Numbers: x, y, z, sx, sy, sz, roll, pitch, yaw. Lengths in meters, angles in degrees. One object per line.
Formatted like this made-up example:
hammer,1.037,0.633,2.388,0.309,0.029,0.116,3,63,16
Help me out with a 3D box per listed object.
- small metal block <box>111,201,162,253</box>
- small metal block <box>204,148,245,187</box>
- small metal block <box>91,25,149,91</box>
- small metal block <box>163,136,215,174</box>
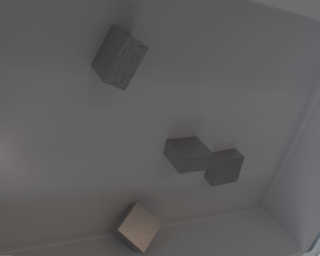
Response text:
small metal block,-0.034,0.145,0.451,0.050,0.025,0.050,44,54,-9
small metal block,0.104,0.064,0.505,0.050,0.025,0.050,-6,121,-25
small metal block,-0.044,-0.074,0.323,0.025,0.050,0.050,20,108,-36
small metal block,0.040,0.037,0.437,0.050,0.050,0.025,-4,121,-26
